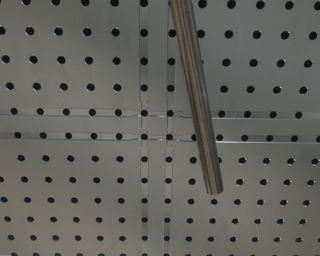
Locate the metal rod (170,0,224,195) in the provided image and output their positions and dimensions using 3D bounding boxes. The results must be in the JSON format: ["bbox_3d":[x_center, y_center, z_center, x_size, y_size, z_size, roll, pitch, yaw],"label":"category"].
[{"bbox_3d":[0.047,-0.047,0.396,0.025,0.025,0.298,-12,110,4],"label":"metal rod"}]
